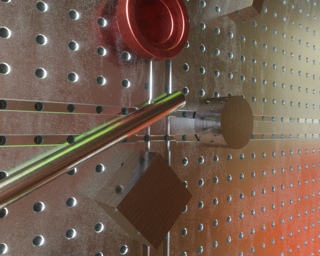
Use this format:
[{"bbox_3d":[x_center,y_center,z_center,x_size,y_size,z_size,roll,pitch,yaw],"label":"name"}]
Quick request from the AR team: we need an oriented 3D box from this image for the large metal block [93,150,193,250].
[{"bbox_3d":[-0.018,0.085,0.378,0.080,0.050,0.080,-51,120,-28],"label":"large metal block"}]

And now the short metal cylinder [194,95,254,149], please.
[{"bbox_3d":[0.099,-0.008,0.476,0.081,0.050,0.079,0,90,-40],"label":"short metal cylinder"}]

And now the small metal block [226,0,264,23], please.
[{"bbox_3d":[0.142,-0.208,0.512,0.025,0.050,0.050,28,73,-37],"label":"small metal block"}]

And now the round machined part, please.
[{"bbox_3d":[-0.012,-0.132,0.387,0.099,0.042,0.097,0,90,-40],"label":"round machined part"}]

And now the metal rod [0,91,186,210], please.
[{"bbox_3d":[-0.079,0.022,0.342,0.302,0.025,0.025,-30,109,-36],"label":"metal rod"}]
